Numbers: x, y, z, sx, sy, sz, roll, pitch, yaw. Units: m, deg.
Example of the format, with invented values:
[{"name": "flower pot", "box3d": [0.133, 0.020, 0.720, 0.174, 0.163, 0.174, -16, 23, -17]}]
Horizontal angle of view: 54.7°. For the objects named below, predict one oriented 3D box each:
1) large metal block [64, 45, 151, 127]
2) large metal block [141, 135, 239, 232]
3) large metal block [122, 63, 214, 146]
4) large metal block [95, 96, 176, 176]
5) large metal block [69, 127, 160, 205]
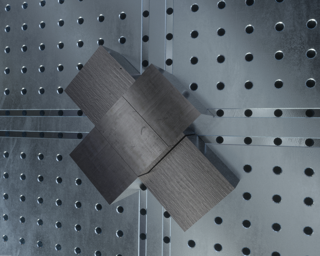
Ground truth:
[{"name": "large metal block", "box3d": [-0.066, -0.050, 0.419, 0.080, 0.050, 0.080, 47, 105, 13]}, {"name": "large metal block", "box3d": [0.039, 0.065, 0.385, 0.080, 0.050, 0.080, -46, 76, 15]}, {"name": "large metal block", "box3d": [0.014, -0.026, 0.378, 0.050, 0.080, 0.080, -46, 76, 14]}, {"name": "large metal block", "box3d": [-0.021, 0.009, 0.390, 0.050, 0.080, 0.080, -46, 76, 14]}, {"name": "large metal block", "box3d": [-0.054, 0.044, 0.402, 0.050, 0.080, 0.080, -46, 76, 14]}]
